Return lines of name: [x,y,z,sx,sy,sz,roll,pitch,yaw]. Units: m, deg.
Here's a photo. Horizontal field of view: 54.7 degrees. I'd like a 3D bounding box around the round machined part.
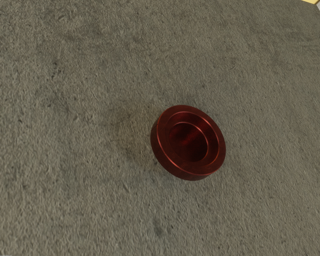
round machined part: [0.032,0.022,0.400,0.099,0.042,0.098,14,56,-21]
